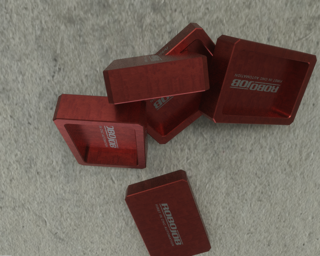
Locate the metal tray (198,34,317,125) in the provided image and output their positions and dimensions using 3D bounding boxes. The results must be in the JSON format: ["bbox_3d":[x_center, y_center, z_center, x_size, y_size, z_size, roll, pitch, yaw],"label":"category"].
[{"bbox_3d":[0.115,-0.051,0.360,0.131,0.030,0.089,1,113,-30],"label":"metal tray"}]

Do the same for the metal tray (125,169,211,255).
[{"bbox_3d":[0.014,0.134,0.457,0.090,0.030,0.129,-18,109,6],"label":"metal tray"}]

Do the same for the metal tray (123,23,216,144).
[{"bbox_3d":[0.021,-0.050,0.378,0.130,0.030,0.090,-39,118,14],"label":"metal tray"}]

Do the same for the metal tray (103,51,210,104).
[{"bbox_3d":[-0.006,-0.059,0.328,0.091,0.130,0.030,-9,107,-2],"label":"metal tray"}]

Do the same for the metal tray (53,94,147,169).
[{"bbox_3d":[-0.061,0.010,0.365,0.091,0.030,0.129,3,153,0],"label":"metal tray"}]
